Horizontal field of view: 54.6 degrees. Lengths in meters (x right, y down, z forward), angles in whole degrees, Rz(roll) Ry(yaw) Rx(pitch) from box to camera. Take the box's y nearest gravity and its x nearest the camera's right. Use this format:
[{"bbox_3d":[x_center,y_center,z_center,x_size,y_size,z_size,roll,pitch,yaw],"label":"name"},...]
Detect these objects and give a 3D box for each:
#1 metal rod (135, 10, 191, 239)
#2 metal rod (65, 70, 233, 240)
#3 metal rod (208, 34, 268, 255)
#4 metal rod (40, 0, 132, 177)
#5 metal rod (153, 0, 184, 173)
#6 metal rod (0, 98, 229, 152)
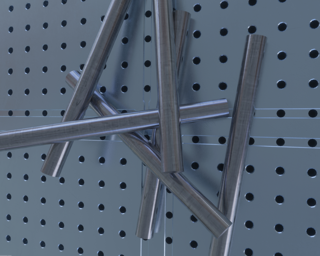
[{"bbox_3d":[0.003,-0.002,0.411,0.025,0.025,0.298,11,94,20],"label":"metal rod"},{"bbox_3d":[-0.029,0.019,0.399,0.300,0.025,0.025,43,104,24],"label":"metal rod"},{"bbox_3d":[0.092,0.039,0.380,0.025,0.025,0.298,10,93,20],"label":"metal rod"},{"bbox_3d":[-0.090,-0.079,0.416,0.025,0.025,0.299,20,86,19],"label":"metal rod"},{"bbox_3d":[0.007,-0.096,0.378,0.025,0.025,0.299,-8,75,20],"label":"metal rod"},{"bbox_3d":[-0.067,-0.003,0.384,0.302,0.025,0.025,-8,87,0],"label":"metal rod"}]
